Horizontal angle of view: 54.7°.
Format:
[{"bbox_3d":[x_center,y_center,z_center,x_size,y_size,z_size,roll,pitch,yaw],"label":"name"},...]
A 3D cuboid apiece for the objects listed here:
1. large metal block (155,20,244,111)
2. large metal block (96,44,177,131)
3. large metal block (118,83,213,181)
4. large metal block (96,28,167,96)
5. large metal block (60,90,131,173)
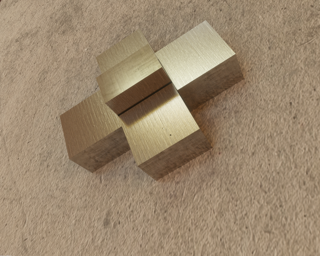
[{"bbox_3d":[0.051,-0.083,0.411,0.080,0.050,0.080,-32,52,7],"label":"large metal block"},{"bbox_3d":[-0.024,-0.049,0.411,0.080,0.080,0.050,-32,52,7],"label":"large metal block"},{"bbox_3d":[0.005,0.005,0.381,0.080,0.050,0.080,-32,52,7],"label":"large metal block"},{"bbox_3d":[-0.040,-0.088,0.462,0.080,0.050,0.080,-32,52,7],"label":"large metal block"},{"bbox_3d":[-0.084,0.002,0.430,0.080,0.050,0.080,-32,52,7],"label":"large metal block"}]
